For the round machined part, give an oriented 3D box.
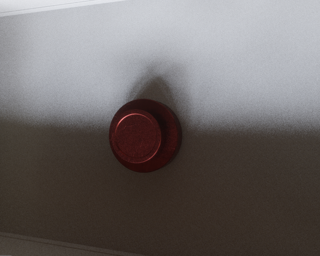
[{"bbox_3d":[-0.024,0.010,0.405,0.098,0.042,0.097,0,90,19],"label":"round machined part"}]
